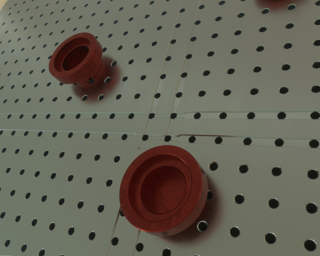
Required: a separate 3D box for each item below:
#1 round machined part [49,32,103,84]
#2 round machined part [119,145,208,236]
[{"bbox_3d":[-0.142,-0.117,0.545,0.098,0.042,0.098,-13,56,21],"label":"round machined part"},{"bbox_3d":[0.007,0.072,0.350,0.098,0.042,0.098,-13,56,21],"label":"round machined part"}]
